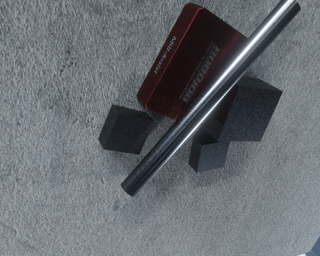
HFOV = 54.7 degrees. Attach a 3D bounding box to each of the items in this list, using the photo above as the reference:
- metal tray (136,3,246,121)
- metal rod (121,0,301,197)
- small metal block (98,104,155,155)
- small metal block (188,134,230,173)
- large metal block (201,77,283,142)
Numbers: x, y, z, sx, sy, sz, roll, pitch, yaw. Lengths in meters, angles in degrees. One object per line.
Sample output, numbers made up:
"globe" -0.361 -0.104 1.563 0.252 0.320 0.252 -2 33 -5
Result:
"metal tray" 0.041 -0.072 0.383 0.091 0.030 0.129 19 108 -36
"metal rod" 0.057 -0.033 0.379 0.299 0.025 0.025 -49 129 6
"small metal block" -0.042 0.003 0.387 0.050 0.025 0.050 12 112 -34
"small metal block" 0.075 0.037 0.473 0.050 0.025 0.050 -8 122 -25
"large metal block" 0.112 -0.028 0.437 0.081 0.050 0.079 2 118 -30
